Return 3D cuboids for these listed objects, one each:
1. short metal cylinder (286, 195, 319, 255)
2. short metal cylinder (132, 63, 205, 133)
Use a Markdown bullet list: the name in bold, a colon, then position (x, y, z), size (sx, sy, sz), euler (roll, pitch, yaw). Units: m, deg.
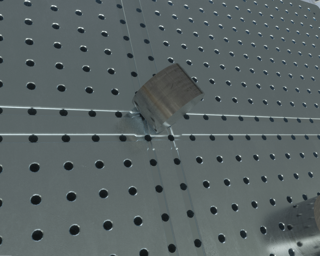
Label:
- **short metal cylinder**: position (0.224, 0.137, 0.429), size (0.081, 0.050, 0.080), euler (14, 56, -21)
- **short metal cylinder**: position (0.011, -0.038, 0.402), size (0.081, 0.080, 0.050), euler (-33, 80, -38)
